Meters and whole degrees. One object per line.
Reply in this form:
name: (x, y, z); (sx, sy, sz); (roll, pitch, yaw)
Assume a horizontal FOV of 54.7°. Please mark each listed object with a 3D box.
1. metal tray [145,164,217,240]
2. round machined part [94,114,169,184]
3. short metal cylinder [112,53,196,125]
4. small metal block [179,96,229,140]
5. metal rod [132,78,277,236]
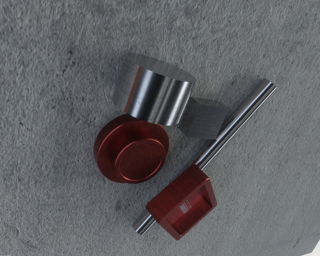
metal tray: (0.038, 0.116, 0.465); (0.090, 0.030, 0.130); (-40, 148, -9)
round machined part: (-0.032, 0.033, 0.399); (0.099, 0.042, 0.097); (-14, 124, -21)
short metal cylinder: (-0.007, -0.044, 0.340); (0.081, 0.080, 0.050); (8, 115, -32)
small metal block: (0.061, -0.013, 0.432); (0.050, 0.025, 0.050); (5, 116, -31)
metal rod: (0.064, 0.047, 0.470); (0.299, 0.025, 0.025); (-49, 129, 6)
